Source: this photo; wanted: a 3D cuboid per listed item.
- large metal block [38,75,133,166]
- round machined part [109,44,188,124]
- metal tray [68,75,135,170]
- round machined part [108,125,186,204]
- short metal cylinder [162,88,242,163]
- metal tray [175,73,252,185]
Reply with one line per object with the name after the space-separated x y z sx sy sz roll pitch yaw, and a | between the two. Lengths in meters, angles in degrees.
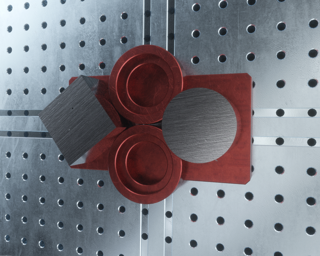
-0.095 -0.009 0.400 0.080 0.050 0.080 -38 78 16 | large metal block
-0.012 -0.054 0.398 0.098 0.042 0.097 0 90 20 | round machined part
-0.083 -0.007 0.439 0.090 0.030 0.129 1 90 18 | metal tray
-0.014 0.045 0.398 0.098 0.042 0.097 0 90 20 | round machined part
0.048 -0.003 0.349 0.080 0.050 0.079 0 90 20 | short metal cylinder
0.067 0.000 0.384 0.090 0.030 0.129 1 90 19 | metal tray
